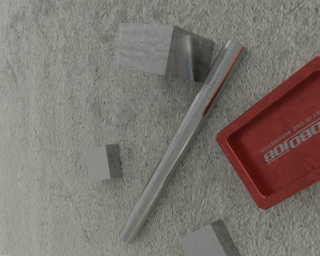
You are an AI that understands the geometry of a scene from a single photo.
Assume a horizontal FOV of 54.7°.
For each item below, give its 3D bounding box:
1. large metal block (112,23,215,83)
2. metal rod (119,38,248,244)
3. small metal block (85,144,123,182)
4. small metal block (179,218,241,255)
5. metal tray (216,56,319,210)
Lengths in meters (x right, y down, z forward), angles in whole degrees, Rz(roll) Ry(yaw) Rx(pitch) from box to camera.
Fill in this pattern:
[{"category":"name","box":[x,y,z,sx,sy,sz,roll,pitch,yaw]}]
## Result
[{"category":"large metal block","box":[0.005,-0.087,0.363,0.080,0.081,0.050,18,101,38]},{"category":"metal rod","box":[0.018,0.032,0.387,0.025,0.025,0.298,42,115,32]},{"category":"small metal block","box":[-0.086,0.054,0.474,0.050,0.025,0.050,-16,80,38]},{"category":"small metal block","box":[0.058,0.140,0.356,0.050,0.025,0.050,-40,66,32]},{"category":"metal tray","box":[0.128,0.008,0.294,0.129,0.030,0.090,-43,65,31]}]
